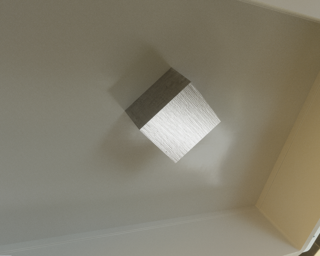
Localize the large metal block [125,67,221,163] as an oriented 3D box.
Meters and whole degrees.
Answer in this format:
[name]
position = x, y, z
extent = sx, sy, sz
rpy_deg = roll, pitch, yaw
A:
[large metal block]
position = 0.017, -0.015, 0.394
extent = 0.080, 0.050, 0.080
rpy_deg = -43, 130, 1
